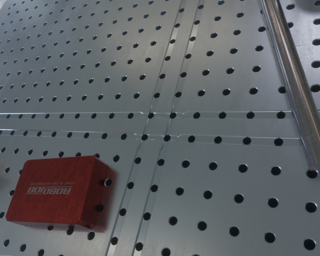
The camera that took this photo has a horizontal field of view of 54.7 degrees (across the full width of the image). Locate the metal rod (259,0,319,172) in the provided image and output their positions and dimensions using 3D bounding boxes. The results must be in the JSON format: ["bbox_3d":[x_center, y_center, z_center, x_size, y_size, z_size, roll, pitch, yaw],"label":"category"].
[{"bbox_3d":[0.156,-0.089,0.380,0.025,0.025,0.299,-14,56,20],"label":"metal rod"}]

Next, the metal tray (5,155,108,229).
[{"bbox_3d":[-0.142,0.088,0.426,0.130,0.030,0.090,-6,59,25],"label":"metal tray"}]
